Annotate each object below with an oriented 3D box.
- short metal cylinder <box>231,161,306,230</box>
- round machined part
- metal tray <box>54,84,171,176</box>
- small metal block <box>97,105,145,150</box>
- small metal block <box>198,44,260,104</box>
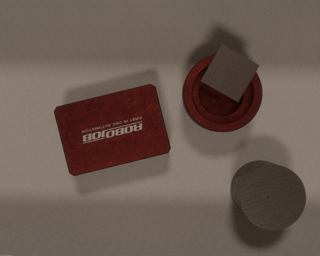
[{"bbox_3d":[0.137,0.084,0.401,0.081,0.050,0.079,0,90,-1],"label":"short metal cylinder"},{"bbox_3d":[0.078,-0.044,0.404,0.099,0.042,0.097,0,90,-1],"label":"round machined part"},{"bbox_3d":[-0.059,0.002,0.401,0.131,0.030,0.089,-14,90,-1],"label":"metal tray"},{"bbox_3d":[-0.050,-0.001,0.411,0.050,0.025,0.050,-14,90,-1],"label":"small metal block"},{"bbox_3d":[0.081,-0.064,0.371,0.050,0.025,0.050,30,90,-1],"label":"small metal block"}]
